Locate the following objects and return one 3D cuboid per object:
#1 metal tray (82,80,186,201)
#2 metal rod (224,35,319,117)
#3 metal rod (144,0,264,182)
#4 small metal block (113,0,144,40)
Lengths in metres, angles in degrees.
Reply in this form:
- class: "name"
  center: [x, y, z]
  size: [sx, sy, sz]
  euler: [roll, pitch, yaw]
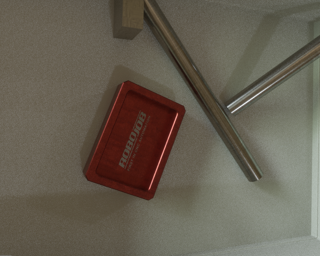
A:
- class: "metal tray"
  center: [-0.032, 0.016, 0.397]
  size: [0.091, 0.030, 0.130]
  euler: [23, 82, -19]
- class: "metal rod"
  center: [0.220, -0.113, 0.421]
  size: [0.300, 0.025, 0.025]
  euler: [-36, 104, 12]
- class: "metal rod"
  center: [0.061, -0.048, 0.434]
  size: [0.025, 0.025, 0.299]
  euler: [-38, 103, -16]
- class: "small metal block"
  center: [-0.040, -0.142, 0.383]
  size: [0.025, 0.050, 0.050]
  euler: [2, 90, -20]
